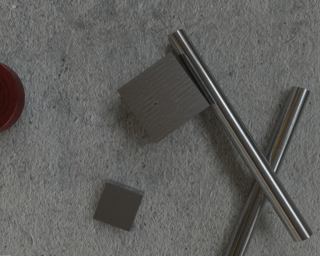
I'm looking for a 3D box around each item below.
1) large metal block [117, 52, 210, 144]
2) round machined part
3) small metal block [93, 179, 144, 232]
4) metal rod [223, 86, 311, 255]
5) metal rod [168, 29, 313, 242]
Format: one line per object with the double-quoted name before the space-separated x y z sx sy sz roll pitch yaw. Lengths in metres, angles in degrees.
"large metal block" 0.004 -0.036 0.398 0.080 0.050 0.080 -36 90 0
"round machined part" -0.223 -0.039 0.399 0.099 0.042 0.097 0 90 -1
"small metal block" -0.054 0.101 0.409 0.050 0.025 0.050 21 90 -1
"metal rod" 0.132 0.088 0.411 0.025 0.025 0.299 22 90 -1
"metal rod" 0.098 0.004 0.394 0.025 0.025 0.299 -31 84 0
